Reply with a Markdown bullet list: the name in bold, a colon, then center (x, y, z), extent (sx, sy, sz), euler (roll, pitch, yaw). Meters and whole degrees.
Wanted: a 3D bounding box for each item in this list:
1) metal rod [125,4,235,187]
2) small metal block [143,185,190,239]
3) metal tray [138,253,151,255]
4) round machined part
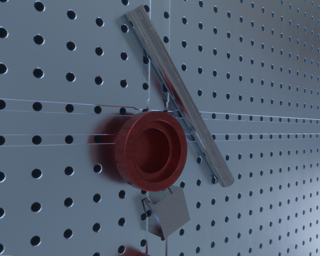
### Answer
- **metal rod**: center (0.038, -0.030, 0.443), extent (0.025, 0.025, 0.299), euler (-46, 118, -30)
- **small metal block**: center (0.010, 0.112, 0.420), extent (0.050, 0.025, 0.050), euler (-23, 105, -38)
- **metal tray**: center (-0.038, 0.232, 0.376), extent (0.131, 0.030, 0.090), euler (-39, 114, -33)
- **round machined part**: center (-0.015, 0.028, 0.387), extent (0.099, 0.042, 0.097), euler (0, 90, -40)
